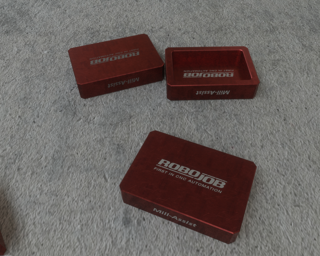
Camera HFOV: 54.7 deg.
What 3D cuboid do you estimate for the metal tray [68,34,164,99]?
[{"bbox_3d":[-0.068,-0.099,0.483,0.131,0.030,0.090,-15,52,-13],"label":"metal tray"}]

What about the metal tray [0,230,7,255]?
[{"bbox_3d":[-0.232,0.115,0.301,0.131,0.030,0.090,-26,55,-20],"label":"metal tray"}]

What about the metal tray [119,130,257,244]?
[{"bbox_3d":[0.032,0.061,0.349,0.130,0.030,0.090,18,52,14],"label":"metal tray"}]

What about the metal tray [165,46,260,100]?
[{"bbox_3d":[0.074,-0.085,0.471,0.131,0.030,0.090,-1,50,-1],"label":"metal tray"}]
